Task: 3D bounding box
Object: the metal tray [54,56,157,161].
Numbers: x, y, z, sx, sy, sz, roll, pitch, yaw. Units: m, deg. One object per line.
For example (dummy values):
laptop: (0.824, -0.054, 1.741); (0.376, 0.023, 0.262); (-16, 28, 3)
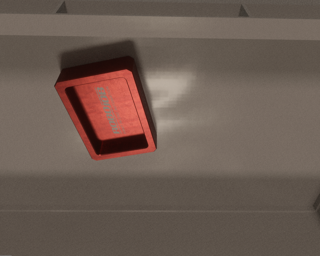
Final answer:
metal tray: (-0.061, -0.019, 0.388); (0.090, 0.030, 0.129); (-10, 130, 7)
